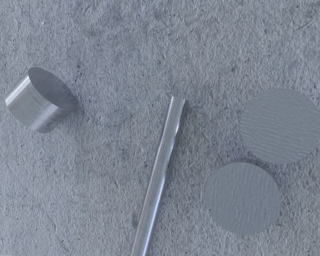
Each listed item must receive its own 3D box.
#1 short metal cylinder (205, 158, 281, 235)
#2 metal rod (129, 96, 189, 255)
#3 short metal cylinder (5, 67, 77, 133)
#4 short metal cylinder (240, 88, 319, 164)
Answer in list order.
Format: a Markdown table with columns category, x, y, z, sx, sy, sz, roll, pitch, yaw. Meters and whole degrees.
| category | x | y | z | sx | sy | sz | roll | pitch | yaw |
| --- | --- | --- | --- | --- | --- | --- | --- | --- | --- |
| short metal cylinder | 0.098 | 0.077 | 0.361 | 0.080 | 0.050 | 0.080 | 0 | 90 | 20 |
| metal rod | -0.012 | 0.106 | 0.412 | 0.025 | 0.025 | 0.298 | 16 | 95 | 19 |
| short metal cylinder | -0.166 | -0.039 | 0.438 | 0.050 | 0.080 | 0.080 | -41 | 77 | 15 |
| short metal cylinder | 0.134 | -0.002 | 0.348 | 0.080 | 0.050 | 0.080 | 0 | 90 | 20 |
